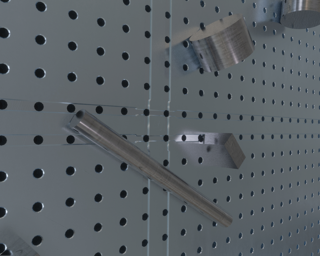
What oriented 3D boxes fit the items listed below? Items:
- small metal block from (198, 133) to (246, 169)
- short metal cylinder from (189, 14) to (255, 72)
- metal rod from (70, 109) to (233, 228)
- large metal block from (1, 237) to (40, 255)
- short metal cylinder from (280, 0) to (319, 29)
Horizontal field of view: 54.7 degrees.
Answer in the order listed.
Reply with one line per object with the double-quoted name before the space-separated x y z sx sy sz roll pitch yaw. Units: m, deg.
"small metal block" 0.094 0.034 0.473 0.025 0.050 0.050 -50 120 -28
"short metal cylinder" 0.090 -0.123 0.449 0.080 0.080 0.050 -44 117 -31
"metal rod" 0.009 0.069 0.416 0.301 0.025 0.025 39 66 -33
"large metal block" -0.131 0.165 0.284 0.080 0.050 0.080 -42 116 -32
"short metal cylinder" 0.282 -0.236 0.610 0.081 0.080 0.050 12 82 -40
